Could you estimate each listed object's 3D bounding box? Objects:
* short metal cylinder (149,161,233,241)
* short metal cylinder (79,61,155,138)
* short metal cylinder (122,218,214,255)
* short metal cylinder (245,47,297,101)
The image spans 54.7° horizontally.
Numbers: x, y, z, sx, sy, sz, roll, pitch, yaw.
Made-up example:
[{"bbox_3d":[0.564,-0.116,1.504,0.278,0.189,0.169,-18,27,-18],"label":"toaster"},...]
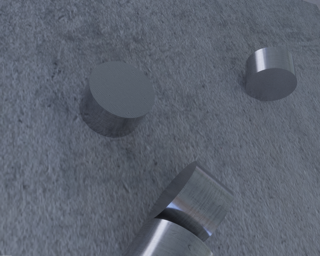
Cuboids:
[{"bbox_3d":[0.033,0.083,0.337,0.050,0.080,0.080,41,51,-1],"label":"short metal cylinder"},{"bbox_3d":[-0.053,-0.035,0.381,0.081,0.050,0.080,14,56,-21],"label":"short metal cylinder"},{"bbox_3d":[0.005,0.132,0.292,0.080,0.080,0.050,40,51,-2],"label":"short metal cylinder"},{"bbox_3d":[0.188,-0.091,0.528,0.080,0.080,0.050,20,54,-17],"label":"short metal cylinder"}]
